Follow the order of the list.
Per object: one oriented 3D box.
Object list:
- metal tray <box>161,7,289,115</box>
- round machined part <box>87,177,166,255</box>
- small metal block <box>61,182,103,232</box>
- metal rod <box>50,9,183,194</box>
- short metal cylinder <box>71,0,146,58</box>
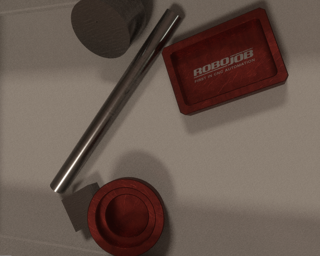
[{"bbox_3d":[0.077,-0.077,0.380,0.130,0.030,0.090,-19,84,18],"label":"metal tray"},{"bbox_3d":[-0.041,0.113,0.407,0.099,0.042,0.097,0,87,6],"label":"round machined part"},{"bbox_3d":[-0.106,0.114,0.446,0.050,0.025,0.050,-31,80,17],"label":"small metal block"},{"bbox_3d":[-0.067,-0.029,0.432,0.025,0.025,0.299,39,102,15],"label":"metal rod"},{"bbox_3d":[-0.065,-0.137,0.397,0.080,0.080,0.050,16,50,14],"label":"short metal cylinder"}]
